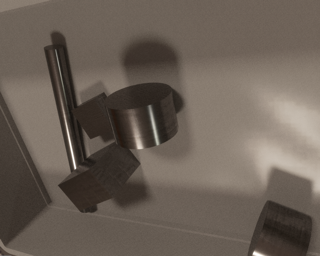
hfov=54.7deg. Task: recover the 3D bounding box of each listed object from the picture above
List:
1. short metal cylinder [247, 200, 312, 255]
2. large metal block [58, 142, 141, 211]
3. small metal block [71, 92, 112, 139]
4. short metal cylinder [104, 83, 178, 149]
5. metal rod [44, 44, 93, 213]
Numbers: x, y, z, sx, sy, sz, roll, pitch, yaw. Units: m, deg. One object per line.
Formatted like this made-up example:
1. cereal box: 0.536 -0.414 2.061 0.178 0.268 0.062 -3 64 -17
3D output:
1. short metal cylinder: 0.145 0.136 0.381 0.050 0.080 0.079 20 126 16
2. large metal block: -0.089 0.069 0.461 0.080 0.080 0.050 -28 103 37
3. small metal block: -0.090 -0.017 0.444 0.050 0.025 0.050 -20 108 35
4. short metal cylinder: -0.021 -0.017 0.373 0.080 0.080 0.050 3 120 26
5. metal rod: -0.139 0.019 0.491 0.025 0.025 0.298 12 124 21
